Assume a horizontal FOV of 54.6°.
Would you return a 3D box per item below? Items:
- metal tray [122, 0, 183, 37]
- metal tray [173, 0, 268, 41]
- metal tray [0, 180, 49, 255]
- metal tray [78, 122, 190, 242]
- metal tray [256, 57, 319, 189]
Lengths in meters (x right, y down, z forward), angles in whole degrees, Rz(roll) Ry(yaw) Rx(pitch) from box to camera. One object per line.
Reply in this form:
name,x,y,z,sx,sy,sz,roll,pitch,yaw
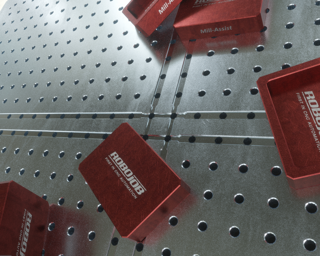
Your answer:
metal tray,0.000,-0.221,0.515,0.130,0.030,0.090,-45,39,11
metal tray,0.093,-0.183,0.469,0.130,0.030,0.090,2,62,29
metal tray,-0.179,0.140,0.373,0.030,0.090,0.130,-10,57,10
metal tray,-0.037,0.062,0.387,0.090,0.030,0.130,-44,51,-3
metal tray,0.163,-0.010,0.325,0.090,0.030,0.130,-17,55,18
